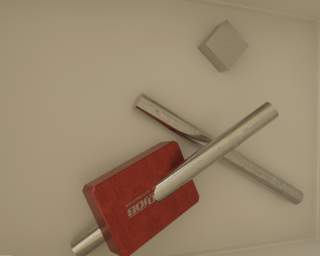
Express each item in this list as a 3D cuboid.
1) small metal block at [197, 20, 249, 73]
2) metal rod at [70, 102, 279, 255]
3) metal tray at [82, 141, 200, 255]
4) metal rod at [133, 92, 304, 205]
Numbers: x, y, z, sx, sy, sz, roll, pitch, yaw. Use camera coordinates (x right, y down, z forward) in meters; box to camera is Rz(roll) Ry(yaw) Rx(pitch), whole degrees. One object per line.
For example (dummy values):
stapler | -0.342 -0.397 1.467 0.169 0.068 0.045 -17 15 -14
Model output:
small metal block | 0.091 -0.117 0.445 0.050 0.025 0.050 44 76 -15
metal rod | 0.022 0.062 0.388 0.301 0.025 0.025 -35 102 -5
metal tray | -0.018 0.082 0.384 0.131 0.030 0.090 -28 100 -35
metal rod | 0.094 0.038 0.446 0.301 0.025 0.025 31 80 -18
